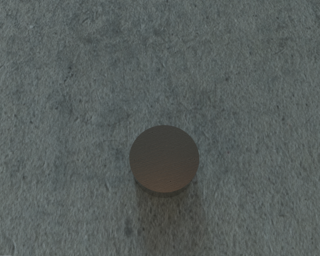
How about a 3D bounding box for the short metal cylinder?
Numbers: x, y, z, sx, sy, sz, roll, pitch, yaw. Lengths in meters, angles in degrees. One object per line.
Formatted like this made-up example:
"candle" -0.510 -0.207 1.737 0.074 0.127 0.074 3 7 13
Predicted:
"short metal cylinder" 0.005 0.042 0.379 0.081 0.050 0.080 0 70 0
